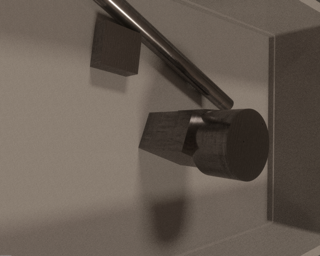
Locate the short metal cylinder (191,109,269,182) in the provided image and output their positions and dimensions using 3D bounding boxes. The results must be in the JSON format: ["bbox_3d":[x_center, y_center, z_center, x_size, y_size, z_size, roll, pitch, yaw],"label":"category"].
[{"bbox_3d":[0.082,0.018,0.357,0.081,0.050,0.079,0,91,-40],"label":"short metal cylinder"}]

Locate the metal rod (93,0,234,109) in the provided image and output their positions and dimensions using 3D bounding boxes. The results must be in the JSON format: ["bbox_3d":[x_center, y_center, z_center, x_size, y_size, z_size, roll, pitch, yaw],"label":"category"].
[{"bbox_3d":[0.006,-0.105,0.413,0.301,0.025,0.025,34,69,-35],"label":"metal rod"}]

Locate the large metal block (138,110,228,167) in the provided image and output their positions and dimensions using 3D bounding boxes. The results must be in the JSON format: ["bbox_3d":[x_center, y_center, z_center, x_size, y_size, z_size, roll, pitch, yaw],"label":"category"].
[{"bbox_3d":[0.033,0.017,0.401,0.080,0.080,0.050,26,74,-37],"label":"large metal block"}]

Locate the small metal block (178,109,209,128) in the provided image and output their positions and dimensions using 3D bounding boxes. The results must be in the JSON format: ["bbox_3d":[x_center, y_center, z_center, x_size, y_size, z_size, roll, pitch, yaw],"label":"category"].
[{"bbox_3d":[0.062,-0.013,0.445,0.050,0.050,0.025,0,90,-41],"label":"small metal block"}]

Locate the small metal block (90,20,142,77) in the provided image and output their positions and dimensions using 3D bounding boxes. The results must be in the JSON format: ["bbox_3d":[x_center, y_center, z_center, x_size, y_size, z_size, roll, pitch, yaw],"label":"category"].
[{"bbox_3d":[-0.051,-0.092,0.365,0.050,0.025,0.050,9,84,-40],"label":"small metal block"}]
